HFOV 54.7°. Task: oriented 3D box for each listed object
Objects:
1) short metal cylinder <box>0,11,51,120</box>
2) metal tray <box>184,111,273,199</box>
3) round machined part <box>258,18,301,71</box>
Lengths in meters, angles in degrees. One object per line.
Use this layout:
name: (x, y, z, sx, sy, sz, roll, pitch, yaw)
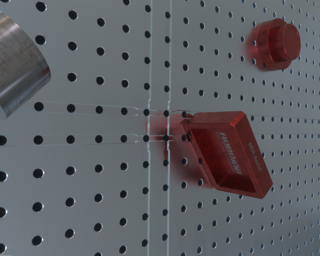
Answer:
short metal cylinder: (-0.140, -0.052, 0.256, 0.050, 0.080, 0.080, -52, 121, -27)
metal tray: (0.099, 0.039, 0.450, 0.030, 0.090, 0.130, -42, 116, -32)
round machined part: (0.235, -0.161, 0.595, 0.099, 0.042, 0.097, 0, 90, -40)
